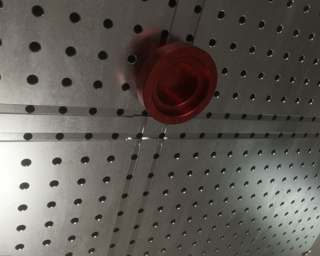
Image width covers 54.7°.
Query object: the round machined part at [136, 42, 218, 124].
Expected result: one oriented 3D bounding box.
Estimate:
[{"bbox_3d":[0.017,-0.057,0.376,0.099,0.042,0.097,-14,125,-21],"label":"round machined part"}]
